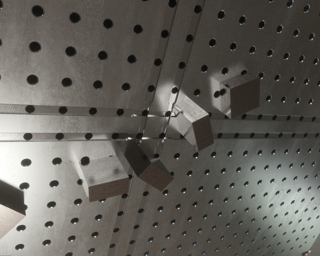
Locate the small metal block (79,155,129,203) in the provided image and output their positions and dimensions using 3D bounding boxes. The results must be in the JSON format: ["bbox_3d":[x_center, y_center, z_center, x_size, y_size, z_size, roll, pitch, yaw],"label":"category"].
[{"bbox_3d":[-0.072,0.063,0.396,0.050,0.050,0.025,-10,123,-24],"label":"small metal block"}]

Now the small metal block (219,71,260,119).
[{"bbox_3d":[0.115,-0.048,0.447,0.050,0.025,0.050,-23,127,-15],"label":"small metal block"}]

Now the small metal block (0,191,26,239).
[{"bbox_3d":[-0.199,0.103,0.367,0.050,0.025,0.050,-43,130,1],"label":"small metal block"}]

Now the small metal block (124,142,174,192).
[{"bbox_3d":[-0.015,0.053,0.421,0.025,0.050,0.050,-47,130,4],"label":"small metal block"}]

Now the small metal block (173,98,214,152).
[{"bbox_3d":[0.046,-0.005,0.419,0.025,0.050,0.050,-27,128,-12],"label":"small metal block"}]
